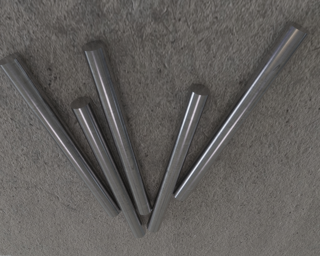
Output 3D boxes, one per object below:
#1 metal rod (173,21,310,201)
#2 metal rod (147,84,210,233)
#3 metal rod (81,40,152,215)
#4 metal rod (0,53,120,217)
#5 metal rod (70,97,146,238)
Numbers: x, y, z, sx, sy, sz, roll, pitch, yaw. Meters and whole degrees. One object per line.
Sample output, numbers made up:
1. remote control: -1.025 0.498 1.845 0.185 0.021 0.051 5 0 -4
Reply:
1. metal rod: 0.088 0.002 0.409 0.025 0.025 0.298 17 128 -14
2. metal rod: 0.018 0.065 0.462 0.025 0.025 0.298 9 130 -8
3. metal rod: -0.049 0.024 0.426 0.025 0.025 0.298 -7 130 6
4. metal rod: -0.122 0.032 0.433 0.025 0.025 0.299 -13 129 11
5. metal rod: -0.068 0.080 0.474 0.025 0.025 0.299 -9 130 7
